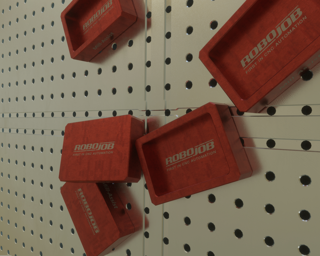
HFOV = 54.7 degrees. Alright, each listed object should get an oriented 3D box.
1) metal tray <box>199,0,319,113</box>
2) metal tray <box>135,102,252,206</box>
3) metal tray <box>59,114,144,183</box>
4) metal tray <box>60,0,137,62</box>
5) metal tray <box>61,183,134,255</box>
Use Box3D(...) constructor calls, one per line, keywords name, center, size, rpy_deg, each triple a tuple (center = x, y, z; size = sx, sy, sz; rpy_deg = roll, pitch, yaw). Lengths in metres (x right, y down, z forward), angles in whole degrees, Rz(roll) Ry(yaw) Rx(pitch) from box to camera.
Box3D(name="metal tray", center=(0.111, -0.088, 0.313), size=(0.129, 0.030, 0.090), rpy_deg=(-45, 63, 30))
Box3D(name="metal tray", center=(0.034, 0.035, 0.376), size=(0.130, 0.030, 0.090), rpy_deg=(-27, 73, 36))
Box3D(name="metal tray", center=(-0.087, 0.033, 0.451), size=(0.130, 0.030, 0.090), rpy_deg=(-6, 72, 31))
Box3D(name="metal tray", center=(-0.101, -0.175, 0.486), size=(0.130, 0.030, 0.090), rpy_deg=(-27, 73, 36))
Box3D(name="metal tray", center=(-0.103, 0.127, 0.488), size=(0.090, 0.030, 0.130), rpy_deg=(-46, 63, 30))
